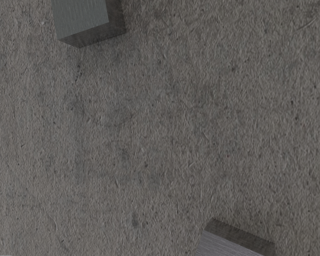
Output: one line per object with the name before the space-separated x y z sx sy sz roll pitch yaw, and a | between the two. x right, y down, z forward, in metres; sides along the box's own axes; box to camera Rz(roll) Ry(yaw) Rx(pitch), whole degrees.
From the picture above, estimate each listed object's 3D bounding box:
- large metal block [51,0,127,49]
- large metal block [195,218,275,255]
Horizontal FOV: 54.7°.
large metal block | -0.100 -0.166 0.431 0.080 0.050 0.080 -12 86 19
large metal block | 0.083 0.165 0.366 0.080 0.050 0.080 18 96 19
